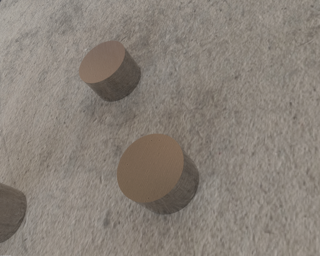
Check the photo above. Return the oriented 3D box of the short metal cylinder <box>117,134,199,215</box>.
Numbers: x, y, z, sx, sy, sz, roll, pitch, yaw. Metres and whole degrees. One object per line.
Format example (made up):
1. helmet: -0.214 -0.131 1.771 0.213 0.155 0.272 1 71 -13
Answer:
1. short metal cylinder: -0.002 0.053 0.355 0.080 0.050 0.080 -13 56 20

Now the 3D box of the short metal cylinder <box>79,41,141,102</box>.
1. short metal cylinder: -0.077 -0.088 0.480 0.080 0.050 0.080 -13 56 20

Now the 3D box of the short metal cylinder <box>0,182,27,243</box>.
1. short metal cylinder: -0.240 0.118 0.439 0.080 0.050 0.080 -13 56 20
